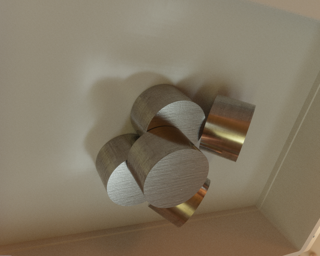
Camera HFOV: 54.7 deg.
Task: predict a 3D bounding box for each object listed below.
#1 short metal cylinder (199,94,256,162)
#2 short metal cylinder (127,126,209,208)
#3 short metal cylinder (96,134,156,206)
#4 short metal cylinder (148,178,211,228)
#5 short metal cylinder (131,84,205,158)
[{"bbox_3d":[0.090,0.000,0.415,0.080,0.050,0.080,18,91,-77],"label":"short metal cylinder"},{"bbox_3d":[0.009,0.045,0.358,0.081,0.050,0.079,-14,125,-21],"label":"short metal cylinder"},{"bbox_3d":[-0.038,0.055,0.406,0.081,0.050,0.079,-14,125,-21],"label":"short metal cylinder"},{"bbox_3d":[0.027,0.091,0.435,0.050,0.080,0.080,35,101,2],"label":"short metal cylinder"},{"bbox_3d":[0.010,-0.009,0.391,0.081,0.050,0.079,-14,125,-21],"label":"short metal cylinder"}]
